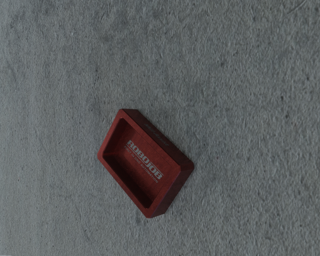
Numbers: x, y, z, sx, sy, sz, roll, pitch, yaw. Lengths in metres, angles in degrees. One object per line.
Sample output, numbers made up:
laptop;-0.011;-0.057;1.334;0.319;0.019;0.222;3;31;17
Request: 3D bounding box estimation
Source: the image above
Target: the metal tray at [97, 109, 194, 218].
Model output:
metal tray;-0.025;0.044;0.422;0.130;0.030;0.089;43;116;31
